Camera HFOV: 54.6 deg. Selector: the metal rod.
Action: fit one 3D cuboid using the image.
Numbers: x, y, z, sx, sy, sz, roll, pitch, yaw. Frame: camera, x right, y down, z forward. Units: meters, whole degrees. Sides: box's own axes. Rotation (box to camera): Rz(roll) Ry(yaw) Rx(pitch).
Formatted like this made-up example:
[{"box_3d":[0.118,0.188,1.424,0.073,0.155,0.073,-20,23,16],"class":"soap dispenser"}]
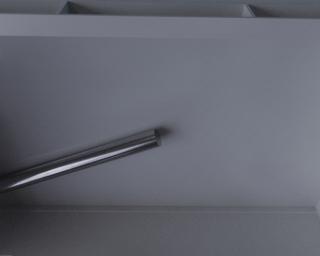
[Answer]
[{"box_3d":[-0.142,0.057,0.455,0.301,0.025,0.025,-17,128,14],"class":"metal rod"}]
